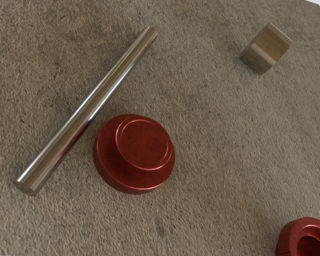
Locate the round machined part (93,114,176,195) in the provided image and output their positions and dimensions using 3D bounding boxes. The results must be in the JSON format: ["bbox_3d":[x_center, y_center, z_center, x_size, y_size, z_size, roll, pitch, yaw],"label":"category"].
[{"bbox_3d":[-0.025,0.025,0.364,0.099,0.042,0.098,14,56,-21],"label":"round machined part"}]

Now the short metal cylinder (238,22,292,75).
[{"bbox_3d":[0.188,-0.141,0.556,0.050,0.080,0.080,40,51,-2],"label":"short metal cylinder"}]

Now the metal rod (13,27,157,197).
[{"bbox_3d":[-0.073,-0.044,0.391,0.025,0.025,0.301,34,51,-6],"label":"metal rod"}]

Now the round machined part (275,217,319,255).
[{"bbox_3d":[0.187,0.167,0.392,0.099,0.042,0.098,14,56,-21],"label":"round machined part"}]
